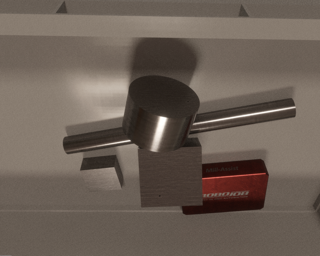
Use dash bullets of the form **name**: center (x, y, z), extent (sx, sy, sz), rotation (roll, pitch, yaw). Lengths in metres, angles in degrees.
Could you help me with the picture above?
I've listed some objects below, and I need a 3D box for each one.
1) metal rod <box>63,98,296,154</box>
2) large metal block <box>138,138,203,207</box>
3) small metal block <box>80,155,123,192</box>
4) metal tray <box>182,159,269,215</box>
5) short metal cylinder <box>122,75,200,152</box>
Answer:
- **metal rod**: center (0.019, -0.001, 0.408), extent (0.301, 0.025, 0.025), rotation (-10, 130, 7)
- **large metal block**: center (0.014, 0.059, 0.422), extent (0.081, 0.050, 0.079), rotation (-2, 101, 1)
- **small metal block**: center (-0.086, 0.069, 0.467), extent (0.050, 0.025, 0.050), rotation (-6, 130, 4)
- **metal tray**: center (0.098, 0.095, 0.488), extent (0.131, 0.030, 0.089), rotation (-5, 130, 4)
- **short metal cylinder**: center (0.000, -0.018, 0.358), extent (0.081, 0.080, 0.050), rotation (9, 129, -8)
